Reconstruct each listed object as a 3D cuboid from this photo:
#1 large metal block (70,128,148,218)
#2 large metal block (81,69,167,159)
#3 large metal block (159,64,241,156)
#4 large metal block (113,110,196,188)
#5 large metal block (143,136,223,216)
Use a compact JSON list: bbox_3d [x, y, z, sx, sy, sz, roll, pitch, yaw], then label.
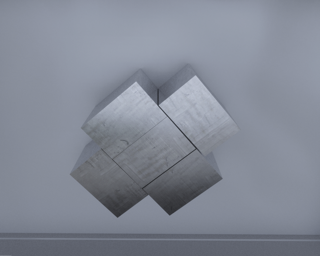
[{"bbox_3d":[-0.059,0.053,0.400,0.050,0.080,0.080,-39,106,13],"label":"large metal block"},{"bbox_3d":[-0.039,-0.020,0.373,0.080,0.080,0.050,-38,106,12],"label":"large metal block"},{"bbox_3d":[0.044,-0.025,0.373,0.050,0.080,0.080,-39,106,13],"label":"large metal block"},{"bbox_3d":[-0.007,0.016,0.387,0.080,0.080,0.050,-38,106,12],"label":"large metal block"},{"bbox_3d":[0.026,0.052,0.401,0.080,0.080,0.050,-38,106,12],"label":"large metal block"}]
